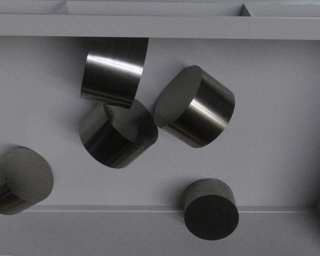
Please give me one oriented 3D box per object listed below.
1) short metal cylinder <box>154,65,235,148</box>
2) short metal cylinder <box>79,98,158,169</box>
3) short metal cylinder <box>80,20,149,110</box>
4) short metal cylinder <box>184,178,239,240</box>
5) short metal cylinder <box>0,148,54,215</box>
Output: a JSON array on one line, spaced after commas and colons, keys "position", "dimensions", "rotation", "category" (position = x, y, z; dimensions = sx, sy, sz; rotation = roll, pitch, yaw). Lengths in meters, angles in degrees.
[{"position": [0.038, -0.024, 0.353], "dimensions": [0.050, 0.080, 0.080], "rotation": [32, 123, -24], "category": "short metal cylinder"}, {"position": [-0.049, 0.002, 0.374], "dimensions": [0.080, 0.080, 0.050], "rotation": [33, 123, -25], "category": "short metal cylinder"}, {"position": [-0.047, -0.063, 0.318], "dimensions": [0.050, 0.080, 0.079], "rotation": [14, 129, -11], "category": "short metal cylinder"}, {"position": [0.078, 0.126, 0.483], "dimensions": [0.080, 0.050, 0.079], "rotation": [1, 109, 4], "category": "short metal cylinder"}, {"position": [-0.199, 0.075, 0.435], "dimensions": [0.050, 0.080, 0.080], "rotation": [-29, 125, 22], "category": "short metal cylinder"}]
